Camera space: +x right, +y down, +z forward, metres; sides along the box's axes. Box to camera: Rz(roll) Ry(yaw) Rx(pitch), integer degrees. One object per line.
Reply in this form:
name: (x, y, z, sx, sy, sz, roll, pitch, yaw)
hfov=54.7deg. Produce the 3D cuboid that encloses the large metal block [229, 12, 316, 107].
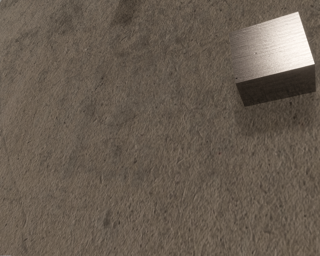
large metal block: (0.131, -0.080, 0.367, 0.080, 0.050, 0.080, -12, 57, 21)
